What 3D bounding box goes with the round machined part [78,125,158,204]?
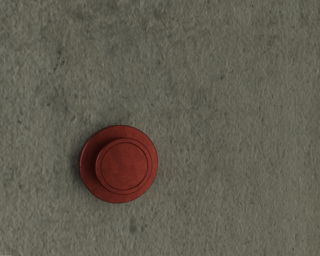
[{"bbox_3d":[-0.048,0.045,0.383,0.099,0.042,0.097,0,90,-21],"label":"round machined part"}]
